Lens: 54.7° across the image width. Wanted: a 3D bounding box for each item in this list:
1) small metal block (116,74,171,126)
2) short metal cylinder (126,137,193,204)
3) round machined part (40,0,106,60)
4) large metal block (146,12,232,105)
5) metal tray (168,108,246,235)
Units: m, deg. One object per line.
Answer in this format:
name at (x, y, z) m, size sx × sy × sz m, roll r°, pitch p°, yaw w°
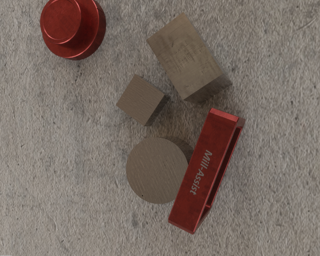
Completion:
small metal block at (-0.023, -0.037, 0.417) m, size 0.050 × 0.025 × 0.050 m, roll 37°, pitch 102°, yaw 16°
short metal cylinder at (0.004, 0.051, 0.394) m, size 0.080 × 0.050 × 0.080 m, roll 0°, pitch 90°, yaw 20°
round machined part at (-0.131, -0.150, 0.446) m, size 0.098 × 0.042 × 0.097 m, roll 0°, pitch 90°, yaw 20°
large metal block at (0.038, -0.077, 0.366) m, size 0.050 × 0.080 × 0.080 m, roll -33°, pitch 79°, yaw 17°
metal tray at (0.057, 0.045, 0.354) m, size 0.030 × 0.090 × 0.129 m, roll 22°, pitch 97°, yaw 18°
